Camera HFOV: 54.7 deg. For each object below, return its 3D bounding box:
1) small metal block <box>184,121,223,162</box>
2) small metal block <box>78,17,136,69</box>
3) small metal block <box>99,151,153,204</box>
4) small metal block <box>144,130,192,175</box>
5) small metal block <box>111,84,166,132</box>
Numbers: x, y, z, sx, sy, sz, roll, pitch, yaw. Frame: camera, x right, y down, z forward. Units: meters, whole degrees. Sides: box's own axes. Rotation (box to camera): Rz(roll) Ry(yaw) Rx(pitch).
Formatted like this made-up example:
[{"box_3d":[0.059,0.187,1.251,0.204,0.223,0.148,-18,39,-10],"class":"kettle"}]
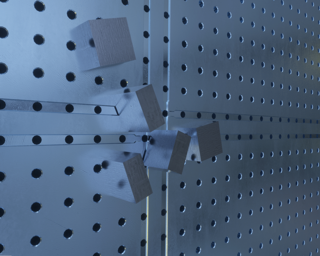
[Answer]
[{"box_3d":[0.066,0.019,0.467,0.050,0.025,0.050,-16,100,-39],"class":"small metal block"},{"box_3d":[-0.061,-0.099,0.360,0.050,0.025,0.050,-21,104,-38],"class":"small metal block"},{"box_3d":[-0.040,0.056,0.361,0.025,0.050,0.050,-26,107,-37],"class":"small metal block"},{"box_3d":[0.008,0.030,0.402,0.025,0.050,0.050,26,74,-38],"class":"small metal block"},{"box_3d":[-0.026,-0.023,0.372,0.025,0.050,0.050,-32,110,-36],"class":"small metal block"}]
